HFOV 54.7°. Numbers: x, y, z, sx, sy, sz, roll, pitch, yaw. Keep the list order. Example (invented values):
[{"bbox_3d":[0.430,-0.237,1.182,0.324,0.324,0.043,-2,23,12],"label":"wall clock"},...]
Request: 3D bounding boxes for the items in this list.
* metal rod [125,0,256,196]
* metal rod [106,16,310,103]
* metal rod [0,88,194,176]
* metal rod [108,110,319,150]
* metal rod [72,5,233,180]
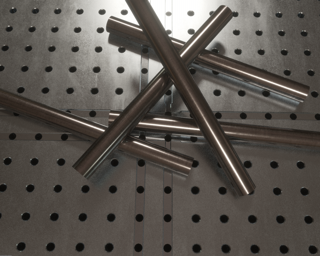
[{"bbox_3d":[0.033,-0.051,0.385,0.025,0.025,0.299,-30,90,-11],"label":"metal rod"},{"bbox_3d":[0.063,-0.102,0.449,0.301,0.025,0.025,22,71,7],"label":"metal rod"},{"bbox_3d":[-0.102,0.000,0.410,0.301,0.025,0.025,20,71,6],"label":"metal rod"},{"bbox_3d":[0.084,0.004,0.411,0.302,0.025,0.025,6,70,2],"label":"metal rod"},{"bbox_3d":[0.000,-0.056,0.404,0.025,0.025,0.301,37,74,12],"label":"metal rod"}]
